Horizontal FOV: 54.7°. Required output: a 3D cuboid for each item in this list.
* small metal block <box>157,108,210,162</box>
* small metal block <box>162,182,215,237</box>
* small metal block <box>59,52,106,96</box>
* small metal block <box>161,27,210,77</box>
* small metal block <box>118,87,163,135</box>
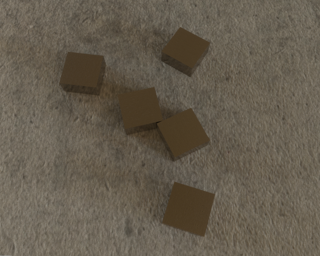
[{"bbox_3d":[0.029,0.009,0.405,0.050,0.025,0.050,-25,73,-9],"label":"small metal block"},{"bbox_3d":[0.034,0.098,0.373,0.050,0.025,0.050,17,71,5],"label":"small metal block"},{"bbox_3d":[-0.107,-0.076,0.435,0.050,0.025,0.050,7,70,2],"label":"small metal block"},{"bbox_3d":[0.037,-0.110,0.449,0.050,0.025,0.050,31,73,10],"label":"small metal block"},{"bbox_3d":[-0.026,-0.023,0.416,0.050,0.025,0.050,-13,70,-5],"label":"small metal block"}]
